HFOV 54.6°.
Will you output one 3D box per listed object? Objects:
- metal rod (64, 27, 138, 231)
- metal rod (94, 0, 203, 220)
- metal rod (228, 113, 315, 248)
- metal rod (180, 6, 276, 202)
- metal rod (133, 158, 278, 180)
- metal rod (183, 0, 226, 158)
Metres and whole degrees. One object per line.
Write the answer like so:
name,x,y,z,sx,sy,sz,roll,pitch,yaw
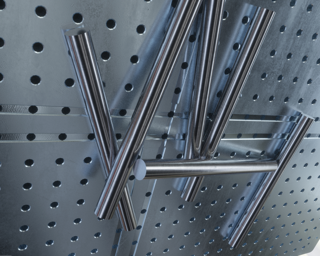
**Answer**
metal rod,-0.064,0.026,0.391,0.025,0.025,0.298,-20,126,-17
metal rod,-0.015,-0.025,0.365,0.025,0.025,0.298,15,104,-34
metal rod,0.204,0.109,0.588,0.025,0.025,0.298,8,114,-32
metal rod,0.089,-0.019,0.447,0.025,0.025,0.298,5,116,-31
metal rod,0.089,0.058,0.463,0.302,0.025,0.025,5,117,-41
metal rod,0.057,-0.087,0.387,0.025,0.025,0.298,-10,123,-23
